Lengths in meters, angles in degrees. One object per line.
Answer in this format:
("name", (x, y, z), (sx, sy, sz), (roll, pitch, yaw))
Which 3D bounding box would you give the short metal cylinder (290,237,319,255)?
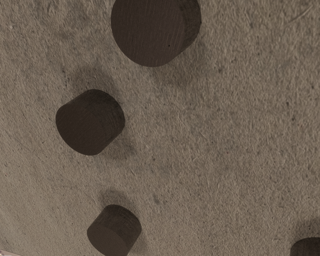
("short metal cylinder", (0.209, 0.189, 0.398), (0.080, 0.050, 0.079), (13, 124, 20))

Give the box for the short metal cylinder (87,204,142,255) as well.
("short metal cylinder", (-0.080, 0.182, 0.543), (0.080, 0.050, 0.079), (13, 124, 20))

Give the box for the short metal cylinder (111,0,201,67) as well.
("short metal cylinder", (-0.003, -0.110, 0.323), (0.080, 0.050, 0.079), (13, 124, 20))

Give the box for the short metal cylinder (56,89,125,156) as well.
("short metal cylinder", (-0.097, -0.008, 0.435), (0.080, 0.050, 0.079), (13, 124, 20))
